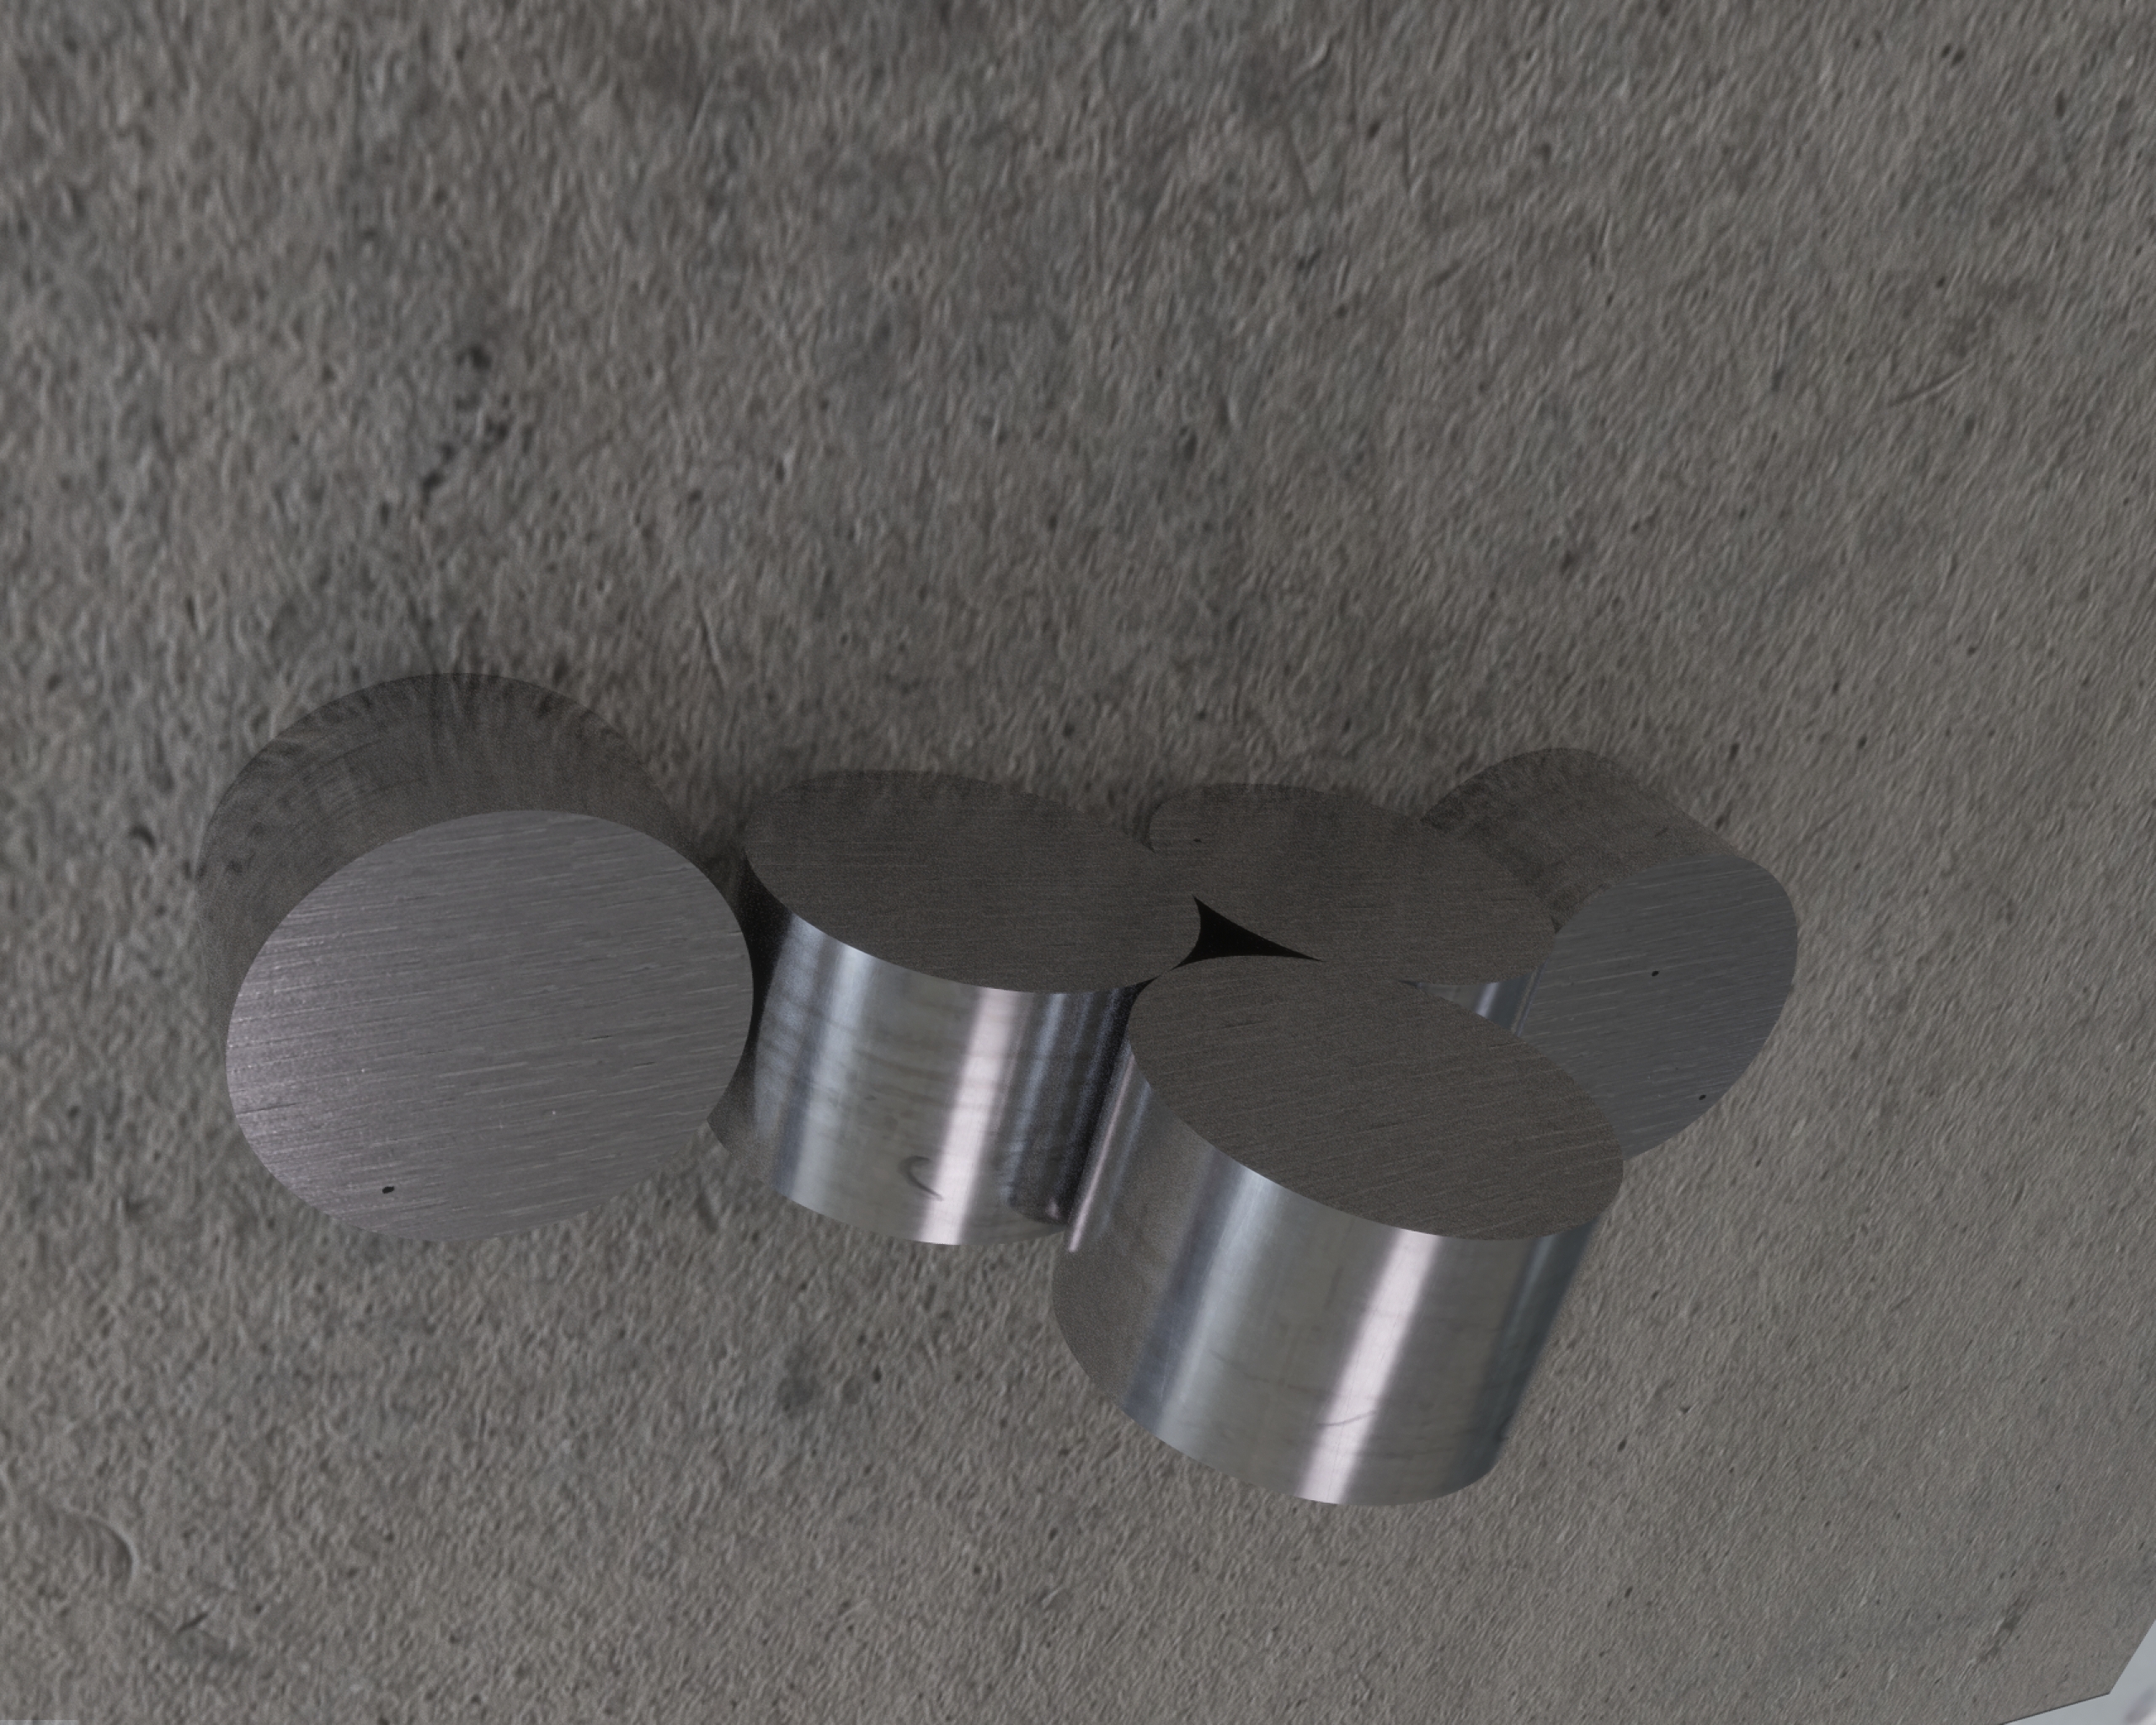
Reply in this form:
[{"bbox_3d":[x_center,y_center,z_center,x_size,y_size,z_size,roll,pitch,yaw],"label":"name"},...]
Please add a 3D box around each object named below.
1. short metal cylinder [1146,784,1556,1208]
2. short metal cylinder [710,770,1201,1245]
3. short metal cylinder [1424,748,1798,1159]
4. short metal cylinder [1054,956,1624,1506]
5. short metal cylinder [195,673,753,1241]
[{"bbox_3d":[0.047,0.025,0.412,0.081,0.080,0.050,0,118,-29],"label":"short metal cylinder"},{"bbox_3d":[-0.023,0.024,0.373,0.081,0.080,0.050,0,118,-29],"label":"short metal cylinder"},{"bbox_3d":[0.111,0.021,0.464,0.081,0.050,0.079,-14,124,-21],"label":"short metal cylinder"},{"bbox_3d":[0.041,0.057,0.339,0.081,0.080,0.050,1,118,-29],"label":"short metal cylinder"},{"bbox_3d":[-0.100,0.015,0.345,0.081,0.050,0.079,-14,124,-21],"label":"short metal cylinder"}]
